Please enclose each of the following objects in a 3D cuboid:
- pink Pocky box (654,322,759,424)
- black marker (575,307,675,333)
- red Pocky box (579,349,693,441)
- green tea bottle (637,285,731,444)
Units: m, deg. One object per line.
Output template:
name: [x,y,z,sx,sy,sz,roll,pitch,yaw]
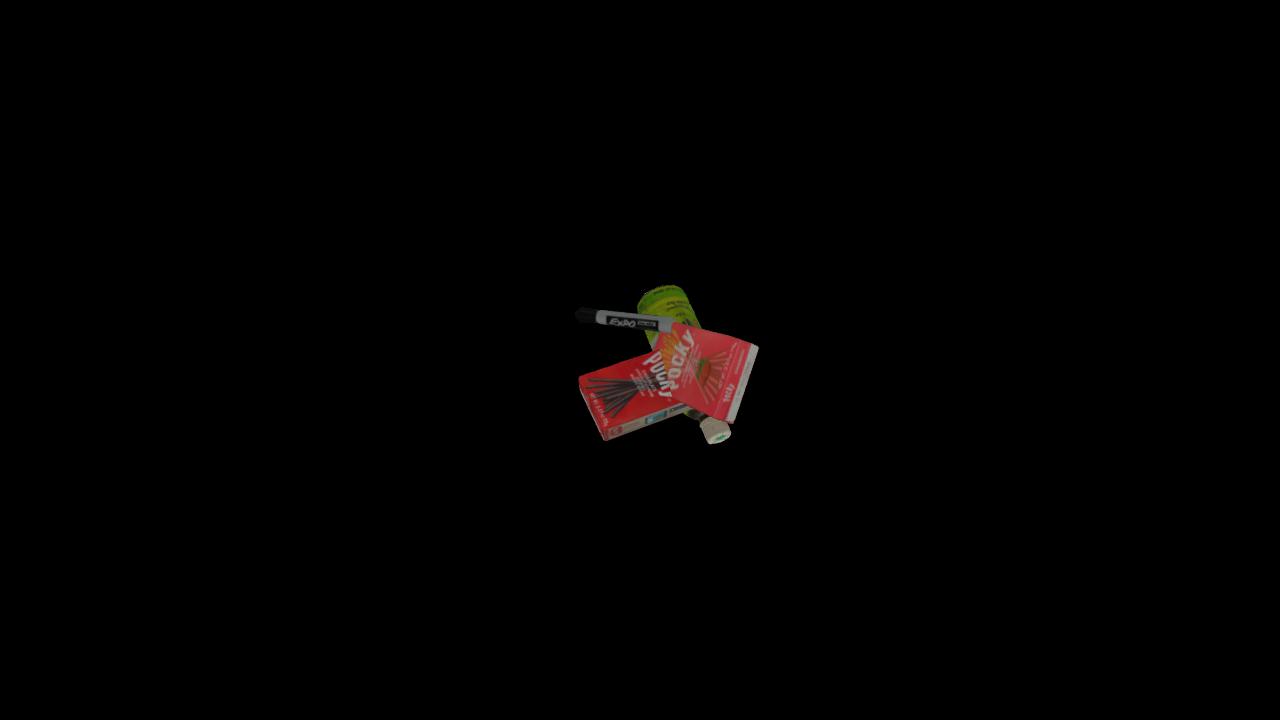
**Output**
pink Pocky box: [0.061,0.008,0.671,0.029,0.084,0.155,18,3,-30]
black marker: [-0.019,-0.048,0.721,0.121,0.020,0.020,8,2,17]
red Pocky box: [0.015,0.029,0.697,0.155,0.083,0.028,-19,-39,-15]
green tea bottle: [0.059,0.006,0.767,0.073,0.212,0.073,-15,-28,-8]
